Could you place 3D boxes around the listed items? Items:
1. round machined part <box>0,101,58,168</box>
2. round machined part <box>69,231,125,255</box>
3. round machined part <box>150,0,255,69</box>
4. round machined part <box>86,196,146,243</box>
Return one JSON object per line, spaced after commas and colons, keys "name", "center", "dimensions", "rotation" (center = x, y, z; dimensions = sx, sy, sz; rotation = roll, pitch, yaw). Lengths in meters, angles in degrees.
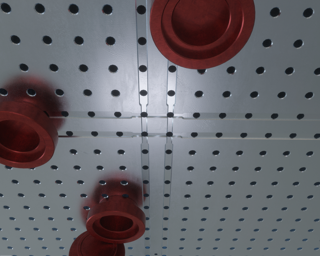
{"name": "round machined part", "center": [-0.182, 0.004, 0.403], "dimensions": [0.099, 0.042, 0.097], "rotation": [0, 130, 0]}
{"name": "round machined part", "center": [-0.111, 0.221, 0.550], "dimensions": [0.099, 0.098, 0.042], "rotation": [6, 130, -5]}
{"name": "round machined part", "center": [0.040, -0.111, 0.306], "dimensions": [0.099, 0.042, 0.097], "rotation": [0, 130, 0]}
{"name": "round machined part", "center": [-0.073, 0.153, 0.530], "dimensions": [0.099, 0.042, 0.097], "rotation": [0, 130, 0]}
